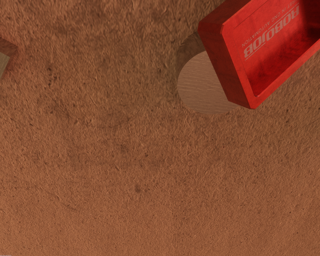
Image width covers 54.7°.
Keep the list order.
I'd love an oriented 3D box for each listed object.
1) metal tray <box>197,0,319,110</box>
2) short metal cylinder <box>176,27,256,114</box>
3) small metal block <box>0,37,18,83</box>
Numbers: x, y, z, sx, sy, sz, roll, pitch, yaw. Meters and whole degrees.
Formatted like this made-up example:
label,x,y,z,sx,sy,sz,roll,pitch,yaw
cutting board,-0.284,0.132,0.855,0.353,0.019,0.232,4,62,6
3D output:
label,x,y,z,sx,sy,sz,roll,pitch,yaw
metal tray,0.104,-0.091,0.282,0.130,0.030,0.090,-41,126,-12
short metal cylinder,0.058,-0.062,0.339,0.081,0.050,0.079,0,130,0
small metal block,-0.193,-0.078,0.339,0.050,0.025,0.050,28,125,-22
